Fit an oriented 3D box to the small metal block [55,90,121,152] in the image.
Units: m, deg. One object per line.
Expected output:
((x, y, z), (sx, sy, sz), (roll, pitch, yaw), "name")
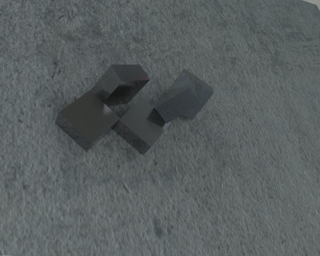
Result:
((-0.084, -0.009, 0.365), (0.050, 0.025, 0.050), (43, 51, 1), "small metal block")

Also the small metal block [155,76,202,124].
((0.025, -0.037, 0.401), (0.025, 0.050, 0.050), (55, 20, -16), "small metal block")

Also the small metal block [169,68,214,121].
((0.039, -0.047, 0.436), (0.050, 0.050, 0.025), (33, 24, -7), "small metal block")

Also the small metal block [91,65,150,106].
((-0.050, -0.054, 0.387), (0.050, 0.050, 0.025), (-15, 69, -51), "small metal block")

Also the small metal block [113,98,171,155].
((-0.022, -0.002, 0.395), (0.050, 0.025, 0.050), (41, 51, -1), "small metal block")
